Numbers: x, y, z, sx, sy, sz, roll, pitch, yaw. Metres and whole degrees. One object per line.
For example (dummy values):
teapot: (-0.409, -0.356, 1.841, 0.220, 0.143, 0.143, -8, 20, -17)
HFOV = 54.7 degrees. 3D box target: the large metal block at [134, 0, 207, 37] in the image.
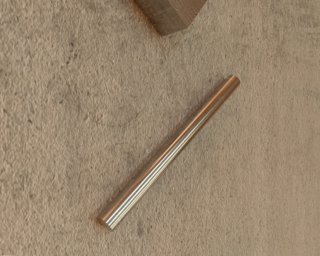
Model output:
large metal block: (0.014, -0.180, 0.400, 0.080, 0.050, 0.080, 46, 62, -30)

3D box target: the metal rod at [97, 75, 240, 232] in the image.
metal rod: (0.028, 0.017, 0.428, 0.301, 0.025, 0.025, -46, 118, -30)
